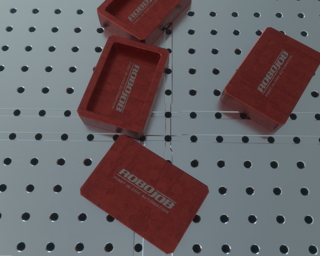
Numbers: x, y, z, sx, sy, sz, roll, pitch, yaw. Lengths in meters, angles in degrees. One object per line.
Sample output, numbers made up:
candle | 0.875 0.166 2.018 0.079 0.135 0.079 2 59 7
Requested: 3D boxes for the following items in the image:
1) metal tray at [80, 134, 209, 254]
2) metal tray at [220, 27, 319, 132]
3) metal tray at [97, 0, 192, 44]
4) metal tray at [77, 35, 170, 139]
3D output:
metal tray | -0.018 0.079 0.380 0.130 0.030 0.090 31 73 10
metal tray | 0.158 -0.071 0.437 0.090 0.030 0.130 33 73 11
metal tray | -0.021 -0.191 0.478 0.090 0.030 0.130 35 73 11
metal tray | -0.047 -0.059 0.429 0.090 0.030 0.130 16 71 5
